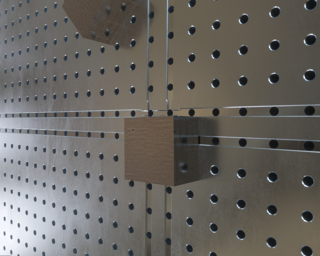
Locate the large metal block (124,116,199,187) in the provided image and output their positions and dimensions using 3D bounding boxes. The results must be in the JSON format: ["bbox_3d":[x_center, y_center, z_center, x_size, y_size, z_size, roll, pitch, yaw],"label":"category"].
[{"bbox_3d":[0.001,0.026,0.393,0.080,0.050,0.080,-1,90,40],"label":"large metal block"}]

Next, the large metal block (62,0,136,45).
[{"bbox_3d":[-0.096,-0.189,0.474,0.080,0.050,0.080,-50,61,28],"label":"large metal block"}]
